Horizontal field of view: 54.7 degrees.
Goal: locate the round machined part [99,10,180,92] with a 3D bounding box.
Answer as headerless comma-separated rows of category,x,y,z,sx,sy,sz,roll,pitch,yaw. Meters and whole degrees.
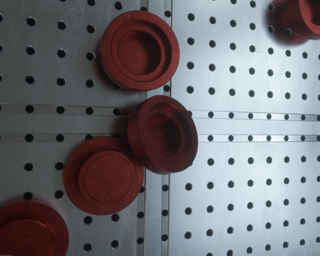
round machined part,-0.028,-0.094,0.394,0.099,0.042,0.097,0,90,-21

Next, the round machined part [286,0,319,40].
round machined part,0.244,-0.189,0.496,0.099,0.042,0.097,0,90,-21

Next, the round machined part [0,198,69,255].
round machined part,-0.154,0.131,0.347,0.099,0.042,0.097,0,90,-21

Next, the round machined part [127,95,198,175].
round machined part,-0.001,0.011,0.391,0.099,0.042,0.098,16,64,-37

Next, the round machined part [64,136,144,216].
round machined part,-0.066,0.059,0.380,0.099,0.042,0.097,0,90,-21
